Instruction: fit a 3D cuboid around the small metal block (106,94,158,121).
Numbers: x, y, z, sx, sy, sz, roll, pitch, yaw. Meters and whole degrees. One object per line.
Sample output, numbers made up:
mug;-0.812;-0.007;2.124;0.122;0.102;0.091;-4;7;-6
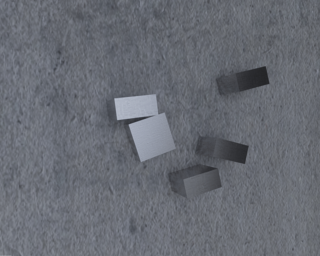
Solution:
small metal block;-0.035;-0.025;0.383;0.050;0.050;0.025;-8;93;-20

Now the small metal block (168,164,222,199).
small metal block;0.046;0.070;0.414;0.050;0.050;0.025;-14;95;-20

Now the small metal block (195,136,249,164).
small metal block;0.085;0.030;0.429;0.050;0.050;0.025;14;85;-20

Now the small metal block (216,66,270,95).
small metal block;0.117;-0.067;0.440;0.050;0.050;0.025;-16;96;-20

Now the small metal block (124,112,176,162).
small metal block;-0.013;0.011;0.405;0.050;0.025;0.050;-20;97;-19
